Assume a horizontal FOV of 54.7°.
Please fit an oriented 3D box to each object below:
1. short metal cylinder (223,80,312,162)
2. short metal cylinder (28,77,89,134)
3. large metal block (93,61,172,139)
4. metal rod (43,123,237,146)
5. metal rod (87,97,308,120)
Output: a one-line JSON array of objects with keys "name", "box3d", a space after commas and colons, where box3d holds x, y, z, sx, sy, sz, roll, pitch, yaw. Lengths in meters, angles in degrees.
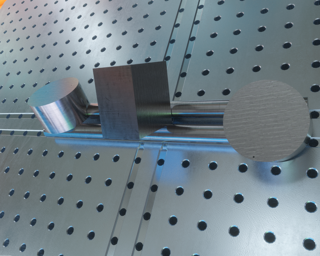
[{"name": "short metal cylinder", "box3d": [0.112, -0.005, 0.319, 0.080, 0.050, 0.080, -4, 82, 28]}, {"name": "short metal cylinder", "box3d": [-0.152, -0.036, 0.475, 0.080, 0.050, 0.080, -14, 34, 10]}, {"name": "large metal block", "box3d": [-0.029, -0.036, 0.372, 0.050, 0.080, 0.079, 1, 104, 29]}, {"name": "metal rod", "box3d": [-0.045, 0.006, 0.428, 0.300, 0.025, 0.025, 1, 62, 28]}, {"name": "metal rod", "box3d": [0.028, -0.024, 0.407, 0.300, 0.025, 0.025, 1, 62, 28]}]
